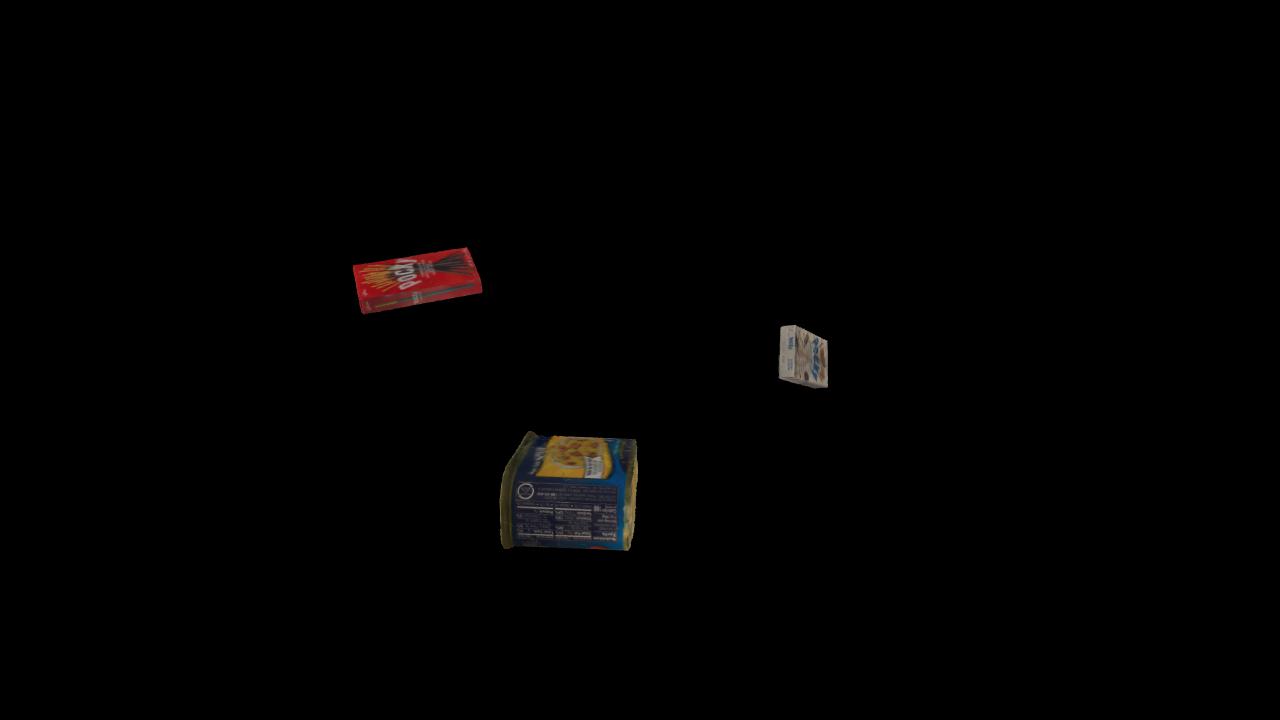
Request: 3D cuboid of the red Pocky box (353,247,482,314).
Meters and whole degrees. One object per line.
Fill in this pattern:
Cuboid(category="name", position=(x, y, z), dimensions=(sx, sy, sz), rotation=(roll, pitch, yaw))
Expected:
Cuboid(category="red Pocky box", position=(-0.297, -0.108, 0.822), dimensions=(0.155, 0.028, 0.083), rotation=(-14, 47, -21))

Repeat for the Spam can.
Cuboid(category="Spam can", position=(-0.045, 0.091, 0.437), dimensions=(0.085, 0.058, 0.101), rotation=(1, 14, 2))

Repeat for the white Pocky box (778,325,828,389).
Cuboid(category="white Pocky box", position=(0.264, -0.002, 0.988), dimensions=(0.028, 0.084, 0.154), rotation=(-3, -9, 35))
